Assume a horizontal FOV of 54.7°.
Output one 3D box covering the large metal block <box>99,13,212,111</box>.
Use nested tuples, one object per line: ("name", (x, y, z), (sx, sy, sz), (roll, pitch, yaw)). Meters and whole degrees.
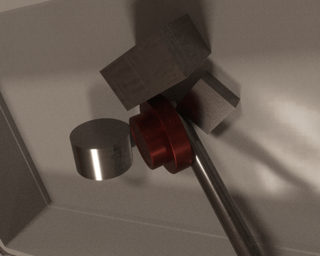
("large metal block", (-0.003, -0.070, 0.330), (0.080, 0.080, 0.050), (-25, 105, 36))

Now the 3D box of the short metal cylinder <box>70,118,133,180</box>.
("short metal cylinder", (-0.080, 0.027, 0.430), (0.080, 0.080, 0.050), (11, 123, 22))

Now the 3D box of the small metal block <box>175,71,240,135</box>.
("small metal block", (0.055, -0.029, 0.361), (0.050, 0.025, 0.050), (41, 129, 0))

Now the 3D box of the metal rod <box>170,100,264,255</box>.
("metal rod", (0.079, 0.101, 0.350), (0.025, 0.025, 0.299), (-39, 72, 38))

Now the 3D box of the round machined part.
("round machined part", (-0.004, 0.011, 0.371), (0.098, 0.042, 0.098), (58, 163, 30))
